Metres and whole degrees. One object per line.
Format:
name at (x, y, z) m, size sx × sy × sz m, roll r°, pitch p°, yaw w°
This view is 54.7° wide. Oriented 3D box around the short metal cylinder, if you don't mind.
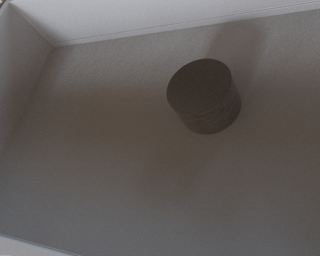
short metal cylinder at (0.055, -0.038, 0.384) m, size 0.080 × 0.050 × 0.080 m, roll -13°, pitch 56°, yaw 20°
